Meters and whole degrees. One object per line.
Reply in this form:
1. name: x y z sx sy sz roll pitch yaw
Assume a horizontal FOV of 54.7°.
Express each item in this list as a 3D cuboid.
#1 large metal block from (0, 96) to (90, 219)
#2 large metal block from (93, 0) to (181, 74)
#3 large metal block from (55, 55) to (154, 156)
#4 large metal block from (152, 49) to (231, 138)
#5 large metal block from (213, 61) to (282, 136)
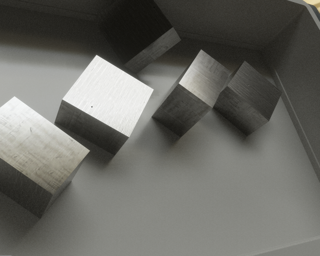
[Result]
1. large metal block: -0.122 0.031 0.286 0.080 0.080 0.050 37 51 -4
2. large metal block: -0.030 -0.136 0.430 0.080 0.080 0.050 57 11 12
3. large metal block: -0.065 -0.027 0.372 0.080 0.050 0.080 31 52 -9
4. large metal block: 0.042 -0.046 0.423 0.050 0.080 0.080 36 51 -5
5. large metal block: 0.138 -0.048 0.496 0.080 0.050 0.080 40 51 -1
